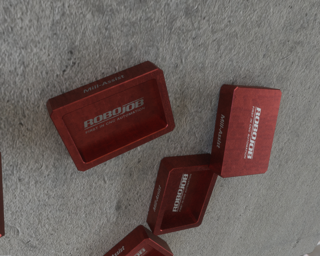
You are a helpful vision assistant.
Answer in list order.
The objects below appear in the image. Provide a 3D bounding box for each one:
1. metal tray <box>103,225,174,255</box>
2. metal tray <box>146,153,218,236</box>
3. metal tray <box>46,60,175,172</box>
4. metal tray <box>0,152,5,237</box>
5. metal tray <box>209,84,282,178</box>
[{"bbox_3d":[-0.052,0.230,0.516,0.130,0.030,0.090,-40,130,-1],"label":"metal tray"},{"bbox_3d":[0.036,0.105,0.487,0.091,0.030,0.129,-2,119,-28],"label":"metal tray"},{"bbox_3d":[-0.052,-0.014,0.366,0.131,0.030,0.090,-24,128,-14],"label":"metal tray"},{"bbox_3d":[-0.175,0.031,0.263,0.030,0.130,0.090,-30,129,-9],"label":"metal tray"},{"bbox_3d":[0.125,0.004,0.453,0.091,0.030,0.129,-1,104,-28],"label":"metal tray"}]
